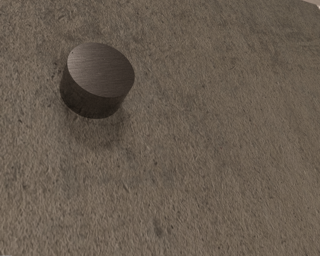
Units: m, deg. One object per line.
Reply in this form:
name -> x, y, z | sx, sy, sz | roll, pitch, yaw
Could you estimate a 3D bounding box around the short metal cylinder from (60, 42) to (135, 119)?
short metal cylinder -> -0.078, -0.058, 0.382 | 0.081, 0.050, 0.080 | 14, 56, -21
